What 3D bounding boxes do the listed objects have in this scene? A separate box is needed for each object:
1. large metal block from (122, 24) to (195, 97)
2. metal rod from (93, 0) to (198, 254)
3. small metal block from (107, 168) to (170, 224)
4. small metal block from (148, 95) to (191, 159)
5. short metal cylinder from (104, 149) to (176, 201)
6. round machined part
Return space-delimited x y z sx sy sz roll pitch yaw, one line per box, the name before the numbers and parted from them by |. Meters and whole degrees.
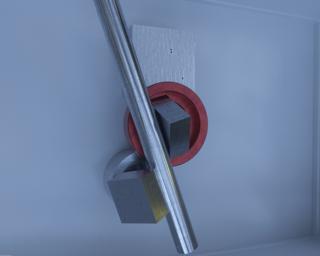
large metal block | -0.003 -0.080 0.394 0.081 0.050 0.079 0 90 -21
metal rod | -0.015 -0.007 0.330 0.025 0.025 0.298 -20 97 -19
small metal block | -0.023 0.074 0.333 0.025 0.050 0.050 -26 100 -52
small metal block | 0.009 -0.002 0.349 0.025 0.050 0.050 -20 132 -23
short metal cylinder | -0.026 0.066 0.388 0.081 0.050 0.079 0 90 -21
round machined part | 0.004 -0.004 0.371 0.099 0.042 0.097 0 90 -21
